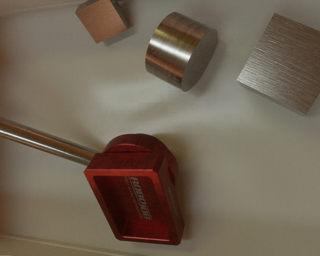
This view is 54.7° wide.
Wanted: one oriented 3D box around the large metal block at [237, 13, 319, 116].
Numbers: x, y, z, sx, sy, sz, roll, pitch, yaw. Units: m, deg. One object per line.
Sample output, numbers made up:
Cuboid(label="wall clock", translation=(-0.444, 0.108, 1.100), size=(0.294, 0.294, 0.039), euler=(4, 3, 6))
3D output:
Cuboid(label="large metal block", translation=(0.144, -0.068, 0.346), size=(0.080, 0.050, 0.080), euler=(31, 100, 17))

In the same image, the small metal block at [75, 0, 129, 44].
Cuboid(label="small metal block", translation=(-0.077, -0.151, 0.421), size=(0.050, 0.050, 0.025), euler=(-19, 41, 18))

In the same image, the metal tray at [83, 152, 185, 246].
Cuboid(label="metal tray", translation=(-0.027, 0.089, 0.379), size=(0.090, 0.030, 0.129), euler=(-3, 125, 19))

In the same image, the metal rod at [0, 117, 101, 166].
Cuboid(label="metal rod", translation=(-0.198, 0.003, 0.411), size=(0.302, 0.025, 0.025), euler=(20, 98, -8))

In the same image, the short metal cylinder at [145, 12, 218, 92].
Cuboid(label="short metal cylinder", translation=(0.026, -0.090, 0.371), size=(0.050, 0.080, 0.080), euler=(31, 100, 17))

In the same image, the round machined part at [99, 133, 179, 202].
Cuboid(label="round machined part", translation=(-0.024, 0.046, 0.393), size=(0.098, 0.042, 0.097), euler=(9, 128, 12))
